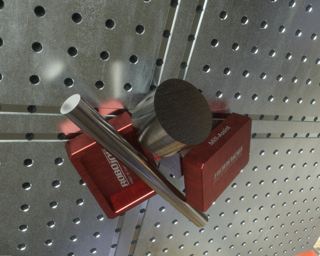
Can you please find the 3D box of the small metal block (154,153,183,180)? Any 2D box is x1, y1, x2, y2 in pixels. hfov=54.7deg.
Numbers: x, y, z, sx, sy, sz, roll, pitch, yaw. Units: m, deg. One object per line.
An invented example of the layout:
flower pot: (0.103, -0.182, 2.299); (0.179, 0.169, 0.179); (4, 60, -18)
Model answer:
small metal block: (0.010, 0.035, 0.417); (0.025, 0.050, 0.050); (-42, 130, 0)

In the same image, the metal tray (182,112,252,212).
metal tray: (0.086, 0.046, 0.446); (0.131, 0.030, 0.089); (-37, 134, -36)

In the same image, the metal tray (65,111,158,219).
metal tray: (-0.053, 0.053, 0.406); (0.090, 0.030, 0.129); (-28, 128, -11)

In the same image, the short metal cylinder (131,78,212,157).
short metal cylinder: (0.014, -0.011, 0.364); (0.081, 0.080, 0.050); (8, 156, -32)

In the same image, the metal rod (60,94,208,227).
metal rod: (-0.011, 0.062, 0.400); (0.025, 0.025, 0.300); (-42, 130, 0)
